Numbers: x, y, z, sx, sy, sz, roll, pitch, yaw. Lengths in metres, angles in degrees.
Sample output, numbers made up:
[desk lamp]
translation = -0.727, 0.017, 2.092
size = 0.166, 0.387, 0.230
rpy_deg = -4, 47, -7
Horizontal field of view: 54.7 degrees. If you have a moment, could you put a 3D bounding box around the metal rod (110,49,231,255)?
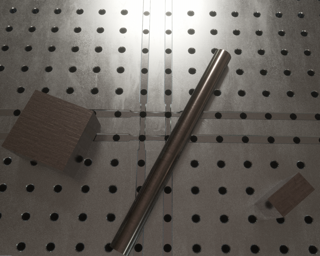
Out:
[metal rod]
translation = 0.022, 0.018, 0.405
size = 0.025, 0.025, 0.300
rpy_deg = 26, 72, 9

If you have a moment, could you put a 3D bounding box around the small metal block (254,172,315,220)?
[small metal block]
translation = 0.147, 0.082, 0.370
size = 0.050, 0.050, 0.025
rpy_deg = -35, 74, -12

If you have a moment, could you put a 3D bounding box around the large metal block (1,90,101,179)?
[large metal block]
translation = -0.134, 0.009, 0.394
size = 0.080, 0.050, 0.080
rpy_deg = 21, 71, 7
